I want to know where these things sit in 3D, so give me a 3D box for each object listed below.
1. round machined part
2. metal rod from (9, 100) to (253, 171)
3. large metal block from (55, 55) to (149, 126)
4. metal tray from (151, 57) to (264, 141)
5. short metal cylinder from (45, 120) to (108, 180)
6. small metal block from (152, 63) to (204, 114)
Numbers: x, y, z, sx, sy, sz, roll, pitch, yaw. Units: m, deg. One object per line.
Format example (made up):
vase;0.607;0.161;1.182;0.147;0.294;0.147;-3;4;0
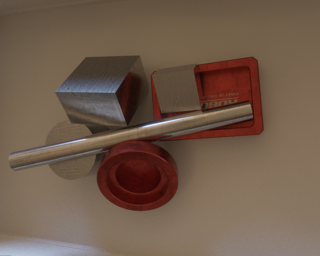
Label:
round machined part;-0.027;0.055;0.391;0.099;0.042;0.097;1;122;2
metal rod;-0.041;0.011;0.378;0.301;0.025;0.025;-12;86;8
large metal block;-0.070;-0.049;0.395;0.080;0.080;0.050;3;133;20
metal tray;0.057;-0.032;0.385;0.130;0.030;0.089;-5;88;19
short metal cylinder;-0.111;0.029;0.432;0.080;0.050;0.079;0;90;19
small metal block;0.023;-0.048;0.377;0.050;0.025;0.050;-5;115;20
